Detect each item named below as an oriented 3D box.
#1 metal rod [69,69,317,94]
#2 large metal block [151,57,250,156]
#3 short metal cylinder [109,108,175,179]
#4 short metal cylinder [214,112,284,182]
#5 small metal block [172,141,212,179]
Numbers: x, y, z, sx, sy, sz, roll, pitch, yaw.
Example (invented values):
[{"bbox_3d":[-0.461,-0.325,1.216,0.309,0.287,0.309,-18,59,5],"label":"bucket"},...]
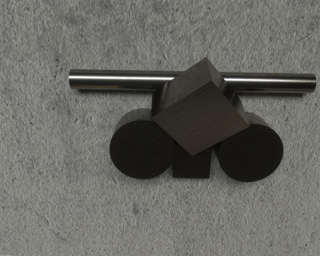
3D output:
[{"bbox_3d":[0.041,-0.059,0.389,0.302,0.025,0.025,1,110,-1],"label":"metal rod"},{"bbox_3d":[0.047,-0.023,0.371,0.080,0.050,0.080,-31,124,24],"label":"large metal block"},{"bbox_3d":[-0.022,0.019,0.404,0.081,0.050,0.079,0,110,0],"label":"short metal cylinder"},{"bbox_3d":[0.113,0.024,0.407,0.081,0.050,0.079,0,110,0],"label":"short metal cylinder"},{"bbox_3d":[0.043,0.041,0.427,0.050,0.025,0.050,2,110,-1],"label":"small metal block"}]
